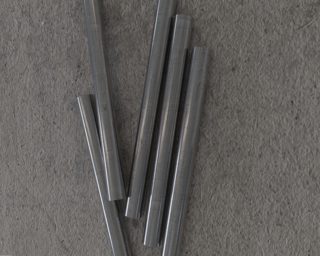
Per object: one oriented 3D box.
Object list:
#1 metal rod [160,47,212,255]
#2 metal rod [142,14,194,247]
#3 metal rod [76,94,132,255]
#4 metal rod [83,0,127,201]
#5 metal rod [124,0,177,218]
[{"bbox_3d":[0.031,0.048,0.397,0.025,0.025,0.298,10,93,20],"label":"metal rod"},{"bbox_3d":[0.010,0.006,0.405,0.025,0.025,0.298,9,93,20],"label":"metal rod"},{"bbox_3d":[-0.071,0.099,0.434,0.025,0.025,0.298,-16,85,19],"label":"metal rod"},{"bbox_3d":[-0.078,-0.052,0.429,0.025,0.025,0.298,-11,84,19],"label":"metal rod"},{"bbox_3d":[-0.013,-0.029,0.413,0.025,0.025,0.298,10,93,19],"label":"metal rod"}]
